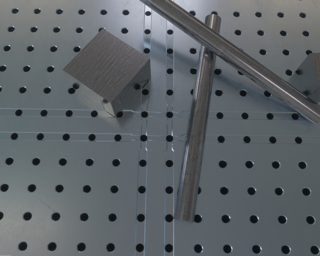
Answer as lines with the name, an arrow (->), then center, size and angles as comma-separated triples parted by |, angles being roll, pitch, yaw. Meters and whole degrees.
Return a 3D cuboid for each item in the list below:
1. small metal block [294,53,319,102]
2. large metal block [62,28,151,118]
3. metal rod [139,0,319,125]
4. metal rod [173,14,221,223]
small metal block -> 0.213, -0.068, 0.425 | 0.025, 0.050, 0.050 | -4, 70, -2
large metal block -> -0.069, -0.075, 0.425 | 0.080, 0.050, 0.080 | 35, 74, 11
metal rod -> 0.096, -0.103, 0.427 | 0.301, 0.025, 0.025 | 36, 74, 3
metal rod -> 0.055, -0.027, 0.421 | 0.025, 0.025, 0.299 | 10, 70, 3
